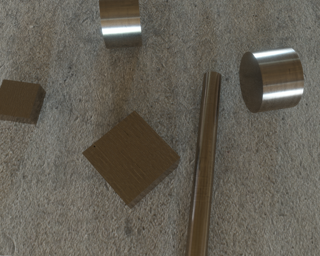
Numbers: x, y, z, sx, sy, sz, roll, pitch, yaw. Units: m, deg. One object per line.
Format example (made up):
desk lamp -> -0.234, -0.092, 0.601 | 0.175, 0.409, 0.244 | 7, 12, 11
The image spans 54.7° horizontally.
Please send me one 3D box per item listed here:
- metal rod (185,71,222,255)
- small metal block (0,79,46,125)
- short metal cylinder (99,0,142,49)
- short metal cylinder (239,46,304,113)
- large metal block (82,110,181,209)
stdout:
metal rod -> 0.053, 0.066, 0.384 | 0.025, 0.025, 0.299 | 8, 70, 2
small metal block -> -0.189, -0.035, 0.419 | 0.050, 0.025, 0.050 | 8, 70, 2
short metal cylinder -> -0.053, -0.154, 0.434 | 0.050, 0.080, 0.080 | -5, 70, -2
short metal cylinder -> 0.142, -0.062, 0.404 | 0.050, 0.080, 0.080 | -9, 70, -4
large metal block -> -0.033, 0.040, 0.380 | 0.080, 0.050, 0.080 | -41, 75, -14
